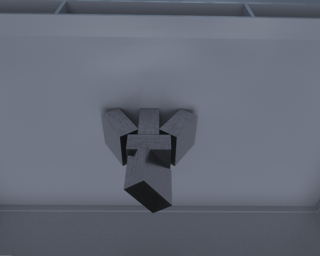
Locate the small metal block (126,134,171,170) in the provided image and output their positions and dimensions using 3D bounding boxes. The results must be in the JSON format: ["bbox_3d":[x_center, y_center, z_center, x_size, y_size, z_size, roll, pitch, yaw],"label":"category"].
[{"bbox_3d":[-0.013,0.035,0.369,0.050,0.025,0.050,0,130,-1],"label":"small metal block"}]

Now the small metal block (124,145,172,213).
[{"bbox_3d":[-0.012,0.056,0.338,0.025,0.050,0.050,-28,125,22],"label":"small metal block"}]

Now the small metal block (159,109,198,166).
[{"bbox_3d":[0.023,0.012,0.398,0.025,0.050,0.050,24,135,25],"label":"small metal block"}]

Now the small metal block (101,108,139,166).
[{"bbox_3d":[-0.050,0.011,0.395,0.025,0.050,0.050,-23,136,-25],"label":"small metal block"}]

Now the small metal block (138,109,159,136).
[{"bbox_3d":[-0.014,0.010,0.398,0.025,0.050,0.050,1,130,-1],"label":"small metal block"}]
